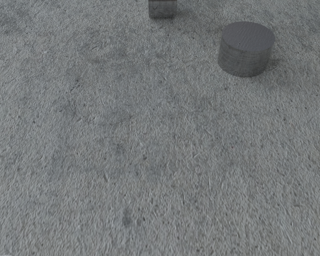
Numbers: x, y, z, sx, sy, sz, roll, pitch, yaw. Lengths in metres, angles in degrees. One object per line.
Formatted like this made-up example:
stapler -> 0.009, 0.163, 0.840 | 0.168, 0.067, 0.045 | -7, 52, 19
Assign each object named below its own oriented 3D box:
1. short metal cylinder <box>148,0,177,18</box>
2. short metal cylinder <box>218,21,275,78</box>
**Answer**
short metal cylinder -> 0.004, -0.247, 0.575 | 0.050, 0.080, 0.080 | -1, 50, -1
short metal cylinder -> 0.136, -0.126, 0.494 | 0.080, 0.050, 0.080 | 0, 50, 0
